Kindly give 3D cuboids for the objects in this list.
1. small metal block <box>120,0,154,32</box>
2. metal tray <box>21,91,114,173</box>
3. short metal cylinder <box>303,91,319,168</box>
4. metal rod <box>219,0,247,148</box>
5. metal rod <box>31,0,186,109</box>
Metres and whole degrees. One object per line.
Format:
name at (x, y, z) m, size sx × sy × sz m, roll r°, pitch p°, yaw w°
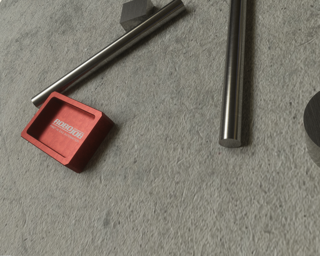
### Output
small metal block at (-0.040, -0.201, 0.546) m, size 0.050 × 0.025 × 0.050 m, roll -10°, pitch 57°, yaw 22°
metal tray at (-0.144, 0.002, 0.472) m, size 0.130 × 0.030 × 0.090 m, roll 23°, pitch 74°, yaw 36°
short metal cylinder at (0.181, 0.002, 0.292) m, size 0.080 × 0.050 × 0.080 m, roll -13°, pitch 56°, yaw 20°
metal rod at (0.103, -0.114, 0.418) m, size 0.025 × 0.025 × 0.299 m, roll -4°, pitch 60°, yaw 26°
metal rod at (-0.089, -0.124, 0.524) m, size 0.300 × 0.025 × 0.025 m, roll -33°, pitch 52°, yaw 6°
